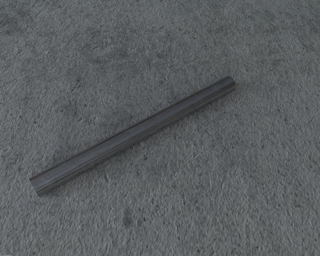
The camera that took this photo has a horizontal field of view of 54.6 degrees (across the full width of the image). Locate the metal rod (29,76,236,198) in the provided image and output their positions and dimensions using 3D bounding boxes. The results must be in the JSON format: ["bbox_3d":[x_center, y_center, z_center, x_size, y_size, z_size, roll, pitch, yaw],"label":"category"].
[{"bbox_3d":[-0.018,0.001,0.405,0.302,0.025,0.025,-29,56,-22],"label":"metal rod"}]
